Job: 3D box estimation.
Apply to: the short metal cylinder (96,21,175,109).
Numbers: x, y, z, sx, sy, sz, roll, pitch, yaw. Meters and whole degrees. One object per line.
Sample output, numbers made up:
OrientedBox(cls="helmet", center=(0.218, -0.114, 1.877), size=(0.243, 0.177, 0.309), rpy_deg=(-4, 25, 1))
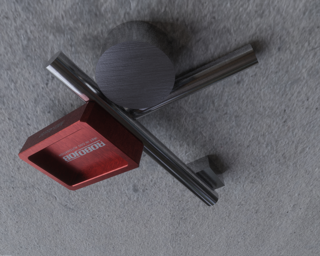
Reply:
OrientedBox(cls="short metal cylinder", center=(-0.025, -0.067, 0.334), size=(0.081, 0.050, 0.079), rpy_deg=(0, 130, 0))

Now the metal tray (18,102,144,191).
OrientedBox(cls="metal tray", center=(-0.097, 0.029, 0.378), size=(0.130, 0.030, 0.090), rpy_deg=(-24, 127, 33))

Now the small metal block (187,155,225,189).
OrientedBox(cls="small metal block", center=(0.063, 0.074, 0.472), size=(0.050, 0.025, 0.050), rpy_deg=(-27, 126, 20))

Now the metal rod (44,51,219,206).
OrientedBox(cls="metal rod", center=(-0.016, 0.019, 0.392), size=(0.025, 0.025, 0.300), rpy_deg=(-32, 124, 24))

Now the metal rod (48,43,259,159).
OrientedBox(cls="metal rod", center=(-0.027, -0.025, 0.387), size=(0.300, 0.025, 0.025), rpy_deg=(-23, 127, 18))
